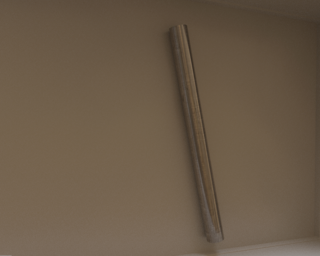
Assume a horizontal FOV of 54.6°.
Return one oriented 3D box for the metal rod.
[{"bbox_3d":[0.051,0.011,0.429,0.025,0.025,0.298,-12,94,-20],"label":"metal rod"}]
